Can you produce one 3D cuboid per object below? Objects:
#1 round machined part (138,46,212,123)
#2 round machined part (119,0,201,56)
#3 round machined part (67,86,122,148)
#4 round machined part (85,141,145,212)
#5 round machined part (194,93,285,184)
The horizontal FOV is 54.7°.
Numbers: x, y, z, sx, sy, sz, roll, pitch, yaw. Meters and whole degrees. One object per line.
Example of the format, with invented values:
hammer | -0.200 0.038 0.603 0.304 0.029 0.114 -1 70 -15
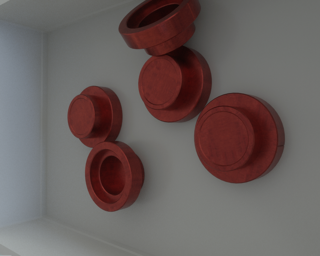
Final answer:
round machined part | 0.011 -0.055 0.387 0.098 0.042 0.097 0 90 40
round machined part | 0.003 -0.124 0.371 0.098 0.042 0.098 -20 39 17
round machined part | -0.108 -0.018 0.485 0.098 0.042 0.097 0 90 40
round machined part | -0.061 0.067 0.446 0.098 0.042 0.097 0 90 40
round machined part | 0.077 0.011 0.332 0.098 0.042 0.097 0 90 40
